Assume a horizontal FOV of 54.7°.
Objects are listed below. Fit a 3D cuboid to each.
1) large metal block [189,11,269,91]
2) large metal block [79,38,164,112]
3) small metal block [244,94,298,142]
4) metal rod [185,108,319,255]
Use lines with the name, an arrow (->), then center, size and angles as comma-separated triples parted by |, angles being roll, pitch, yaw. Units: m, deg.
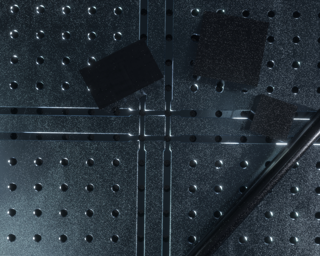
large metal block -> 0.086, -0.097, 0.402 | 0.080, 0.050, 0.080 | 10, 90, -1
large metal block -> -0.043, -0.061, 0.385 | 0.080, 0.080, 0.050 | -27, 90, 0
small metal block -> 0.148, -0.013, 0.415 | 0.050, 0.025, 0.050 | 19, 90, -1
metal rod -> 0.124, 0.091, 0.415 | 0.025, 0.025, 0.300 | 43, 90, -1
